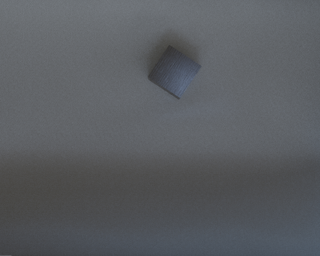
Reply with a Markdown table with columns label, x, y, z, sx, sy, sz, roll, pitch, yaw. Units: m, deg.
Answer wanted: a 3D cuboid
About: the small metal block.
| label | x | y | z | sx | sy | sz | roll | pitch | yaw |
| --- | --- | --- | --- | --- | --- | --- | --- | --- | --- |
| small metal block | 0.019 | -0.073 | 0.412 | 0.050 | 0.025 | 0.050 | 34 | 90 | -1 |
